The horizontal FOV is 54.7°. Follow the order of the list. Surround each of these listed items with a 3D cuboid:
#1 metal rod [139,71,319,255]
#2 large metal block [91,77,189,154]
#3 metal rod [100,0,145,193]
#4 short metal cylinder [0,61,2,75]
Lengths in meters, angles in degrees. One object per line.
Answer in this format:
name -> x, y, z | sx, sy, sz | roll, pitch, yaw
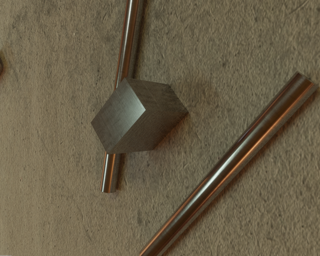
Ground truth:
metal rod -> 0.061, 0.064, 0.354 | 0.025, 0.025, 0.298 | 50, 119, 28
large metal block -> -0.025, -0.013, 0.390 | 0.080, 0.081, 0.050 | -47, 62, 30
metal rod -> -0.055, -0.052, 0.450 | 0.025, 0.025, 0.298 | 16, 100, 39
short metal cylinder -> -0.412, -0.149, 0.709 | 0.080, 0.081, 0.050 | -45, 63, 31
